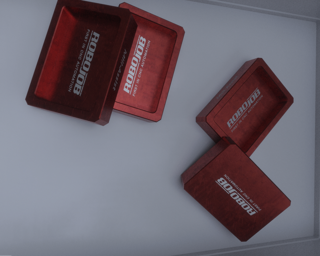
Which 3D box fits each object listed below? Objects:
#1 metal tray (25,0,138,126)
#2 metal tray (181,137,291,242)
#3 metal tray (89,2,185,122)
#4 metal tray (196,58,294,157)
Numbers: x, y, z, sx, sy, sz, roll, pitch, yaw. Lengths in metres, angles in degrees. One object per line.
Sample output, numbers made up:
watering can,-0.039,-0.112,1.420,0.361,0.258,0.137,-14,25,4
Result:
metal tray,-0.087,-0.076,0.352,0.090,0.030,0.129,15,85,11
metal tray,0.105,0.086,0.429,0.090,0.030,0.130,-44,105,8
metal tray,-0.029,-0.080,0.396,0.091,0.030,0.129,17,84,-19
metal tray,0.126,-0.027,0.454,0.090,0.030,0.130,46,76,-14
